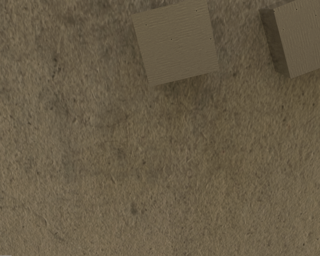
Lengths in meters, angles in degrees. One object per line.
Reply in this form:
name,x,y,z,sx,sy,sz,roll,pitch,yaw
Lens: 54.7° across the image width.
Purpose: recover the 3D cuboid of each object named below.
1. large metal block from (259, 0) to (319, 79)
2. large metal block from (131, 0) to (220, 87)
large metal block,0.171,-0.113,0.357,0.080,0.050,0.080,-20,109,7
large metal block,0.018,-0.101,0.360,0.080,0.050,0.080,-13,110,4
